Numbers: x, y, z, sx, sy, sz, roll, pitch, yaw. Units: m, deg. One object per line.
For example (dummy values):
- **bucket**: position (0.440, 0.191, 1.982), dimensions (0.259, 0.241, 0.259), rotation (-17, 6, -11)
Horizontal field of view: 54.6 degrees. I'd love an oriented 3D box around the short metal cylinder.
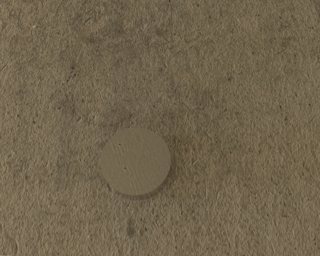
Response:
- **short metal cylinder**: position (-0.028, 0.045, 0.378), dimensions (0.080, 0.050, 0.080), rotation (0, 70, 0)
